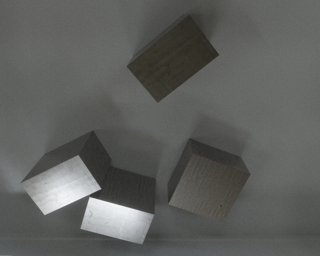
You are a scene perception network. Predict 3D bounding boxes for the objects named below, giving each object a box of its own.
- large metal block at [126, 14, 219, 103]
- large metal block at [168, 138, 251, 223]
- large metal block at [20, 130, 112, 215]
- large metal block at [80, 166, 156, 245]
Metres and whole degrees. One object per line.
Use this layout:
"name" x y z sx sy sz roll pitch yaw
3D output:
"large metal block" 0.013 -0.082 0.352 0.080 0.080 0.050 -37 106 12
"large metal block" 0.063 0.071 0.425 0.080 0.050 0.079 20 109 -8
"large metal block" -0.116 0.055 0.401 0.080 0.080 0.050 -26 108 9
"large metal block" -0.052 0.100 0.417 0.080 0.080 0.050 17 112 -7
